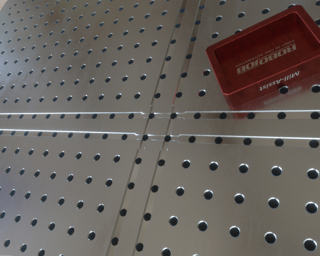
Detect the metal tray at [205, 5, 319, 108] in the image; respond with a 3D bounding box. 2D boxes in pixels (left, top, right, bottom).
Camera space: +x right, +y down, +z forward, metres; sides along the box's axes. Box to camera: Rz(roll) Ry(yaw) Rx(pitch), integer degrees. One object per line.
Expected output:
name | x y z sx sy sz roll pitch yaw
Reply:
metal tray | 0.132 -0.091 0.391 0.130 0.030 0.090 -23 53 14
